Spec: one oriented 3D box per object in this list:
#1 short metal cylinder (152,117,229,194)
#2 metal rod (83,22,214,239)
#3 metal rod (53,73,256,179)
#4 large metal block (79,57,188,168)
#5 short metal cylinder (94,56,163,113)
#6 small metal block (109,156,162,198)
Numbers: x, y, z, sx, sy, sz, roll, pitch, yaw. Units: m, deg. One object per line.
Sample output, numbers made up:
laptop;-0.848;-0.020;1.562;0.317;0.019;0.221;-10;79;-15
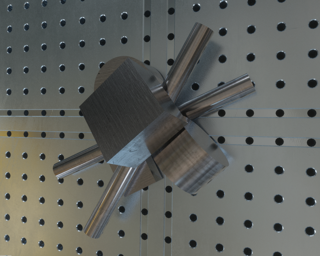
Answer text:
short metal cylinder;0.035;0.031;0.367;0.050;0.080;0.080;-45;76;15
metal rod;-0.019;0.010;0.389;0.025;0.025;0.299;32;100;17
metal rod;-0.020;0.005;0.416;0.300;0.025;0.025;-25;82;18
large metal block;-0.030;-0.014;0.339;0.080;0.050;0.080;-42;60;16
short metal cylinder;-0.039;-0.050;0.409;0.080;0.050;0.079;0;90;20
small metal block;-0.033;0.059;0.420;0.050;0.025;0.050;-29;81;17
